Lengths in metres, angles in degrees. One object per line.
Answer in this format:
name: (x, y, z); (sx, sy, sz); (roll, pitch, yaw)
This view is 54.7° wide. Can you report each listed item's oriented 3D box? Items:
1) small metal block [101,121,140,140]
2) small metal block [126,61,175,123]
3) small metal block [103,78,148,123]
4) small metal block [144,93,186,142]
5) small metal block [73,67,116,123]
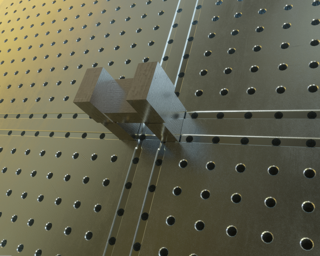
small metal block: (-0.050, -0.017, 0.426); (0.025, 0.050, 0.050); (1, 62, 28)
small metal block: (-0.009, -0.040, 0.354); (0.025, 0.050, 0.050); (1, 62, 29)
small metal block: (-0.036, -0.034, 0.383); (0.050, 0.025, 0.050); (1, 62, 28)
small metal block: (0.008, -0.016, 0.396); (0.025, 0.050, 0.050); (-1, 62, 28)
small metal block: (-0.075, -0.040, 0.389); (0.025, 0.050, 0.050); (1, 62, 29)
